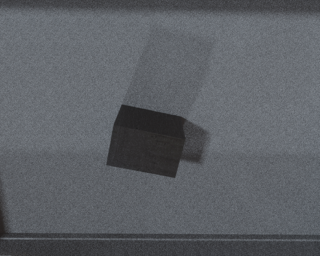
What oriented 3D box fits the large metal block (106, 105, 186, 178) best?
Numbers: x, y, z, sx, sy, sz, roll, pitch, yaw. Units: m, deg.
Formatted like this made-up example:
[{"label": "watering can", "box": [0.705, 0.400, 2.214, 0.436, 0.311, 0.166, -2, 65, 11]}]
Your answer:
[{"label": "large metal block", "box": [-0.017, 0.013, 0.384, 0.081, 0.080, 0.050, 11, 110, -5]}]
